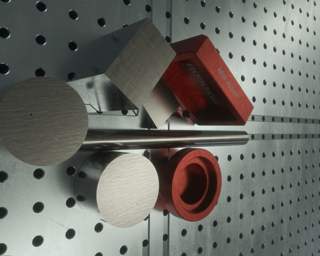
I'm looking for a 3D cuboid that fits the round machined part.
[{"bbox_3d":[0.038,0.076,0.430,0.099,0.042,0.097,0,90,-40],"label":"round machined part"}]

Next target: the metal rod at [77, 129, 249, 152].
[{"bbox_3d":[0.025,0.015,0.429,0.302,0.025,0.025,1,90,-40],"label":"metal rod"}]

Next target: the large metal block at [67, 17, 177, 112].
[{"bbox_3d":[-0.042,-0.065,0.338,0.050,0.080,0.080,47,62,-31],"label":"large metal block"}]

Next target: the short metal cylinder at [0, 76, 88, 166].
[{"bbox_3d":[-0.117,-0.006,0.294,0.081,0.050,0.080,0,90,-40],"label":"short metal cylinder"}]

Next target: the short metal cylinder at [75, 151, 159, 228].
[{"bbox_3d":[-0.048,0.067,0.352,0.081,0.050,0.080,0,90,-40],"label":"short metal cylinder"}]

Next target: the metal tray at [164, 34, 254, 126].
[{"bbox_3d":[0.054,-0.056,0.411,0.130,0.090,0.030,47,62,-30],"label":"metal tray"}]

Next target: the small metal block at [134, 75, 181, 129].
[{"bbox_3d":[-0.008,-0.034,0.403,0.050,0.025,0.050,-47,118,-30],"label":"small metal block"}]
